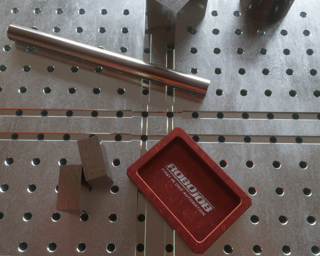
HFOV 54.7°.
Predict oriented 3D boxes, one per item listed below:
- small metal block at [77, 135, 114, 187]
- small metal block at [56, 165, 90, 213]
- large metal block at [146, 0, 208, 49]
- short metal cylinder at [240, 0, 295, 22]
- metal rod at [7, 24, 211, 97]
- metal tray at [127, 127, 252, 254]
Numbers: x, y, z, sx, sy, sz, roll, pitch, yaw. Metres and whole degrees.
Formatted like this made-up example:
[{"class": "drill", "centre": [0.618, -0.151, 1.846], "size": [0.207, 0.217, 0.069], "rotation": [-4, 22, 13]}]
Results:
[{"class": "small metal block", "centre": [-0.079, 0.042, 0.382], "size": [0.025, 0.050, 0.050], "rotation": [-16, 71, -6]}, {"class": "small metal block", "centre": [-0.102, 0.074, 0.371], "size": [0.025, 0.050, 0.050], "rotation": [-1, 70, 0]}, {"class": "large metal block", "centre": [0.026, -0.176, 0.447], "size": [0.050, 0.080, 0.080], "rotation": [37, 74, 12]}, {"class": "short metal cylinder", "centre": [0.169, -0.212, 0.477], "size": [0.081, 0.050, 0.080], "rotation": [0, 70, 0]}, {"class": "metal rod", "centre": [-0.077, -0.099, 0.447], "size": [0.301, 0.025, 0.025], "rotation": [17, 71, 6]}, {"class": "metal tray", "centre": [0.034, 0.074, 0.381], "size": [0.090, 0.030, 0.130], "rotation": [-40, 75, -13]}]
